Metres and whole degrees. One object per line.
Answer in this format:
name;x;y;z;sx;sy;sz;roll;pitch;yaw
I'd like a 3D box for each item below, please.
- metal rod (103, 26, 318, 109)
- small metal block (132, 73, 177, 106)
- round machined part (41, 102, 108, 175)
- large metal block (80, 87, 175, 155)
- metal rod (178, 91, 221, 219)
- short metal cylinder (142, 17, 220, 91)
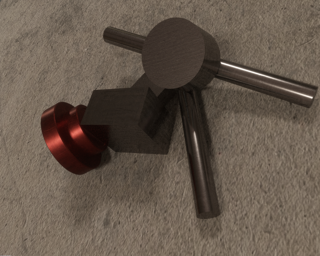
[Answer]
metal rod;0.045;-0.088;0.404;0.300;0.025;0.025;24;75;27
small metal block;-0.014;-0.048;0.439;0.050;0.025;0.050;-48;52;-6
round machined part;-0.105;0.008;0.405;0.042;0.098;0.098;-28;53;11
large metal block;-0.037;-0.007;0.391;0.080;0.080;0.050;0;62;28
metal rod;0.038;-0.034;0.403;0.025;0.025;0.299;-18;55;17
short metal cylinder;0.026;-0.085;0.371;0.080;0.050;0.079;1;92;30
